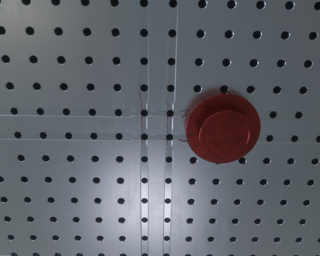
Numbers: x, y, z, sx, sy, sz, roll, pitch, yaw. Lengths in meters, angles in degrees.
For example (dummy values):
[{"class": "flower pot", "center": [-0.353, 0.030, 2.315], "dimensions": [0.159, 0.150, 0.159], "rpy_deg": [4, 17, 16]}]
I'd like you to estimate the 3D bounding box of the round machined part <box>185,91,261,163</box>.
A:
[{"class": "round machined part", "center": [0.083, 0.003, 0.406], "dimensions": [0.099, 0.042, 0.097], "rpy_deg": [0, 110, 0]}]
